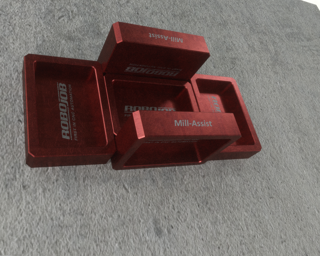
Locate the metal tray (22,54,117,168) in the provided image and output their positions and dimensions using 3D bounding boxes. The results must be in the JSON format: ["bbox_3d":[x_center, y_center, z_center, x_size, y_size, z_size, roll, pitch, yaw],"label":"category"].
[{"bbox_3d":[-0.107,-0.022,0.358,0.091,0.030,0.130,0,62,-28],"label":"metal tray"}]

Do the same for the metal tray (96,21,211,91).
[{"bbox_3d":[-0.011,-0.089,0.414,0.131,0.090,0.030,0,62,-29],"label":"metal tray"}]

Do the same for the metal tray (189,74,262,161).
[{"bbox_3d":[0.089,-0.018,0.463,0.091,0.030,0.130,0,62,-28],"label":"metal tray"}]

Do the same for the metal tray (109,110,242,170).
[{"bbox_3d":[0.017,0.016,0.362,0.131,0.090,0.030,0,62,-29],"label":"metal tray"}]

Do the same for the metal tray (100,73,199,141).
[{"bbox_3d":[-0.010,-0.022,0.411,0.131,0.030,0.090,1,61,-28],"label":"metal tray"}]
